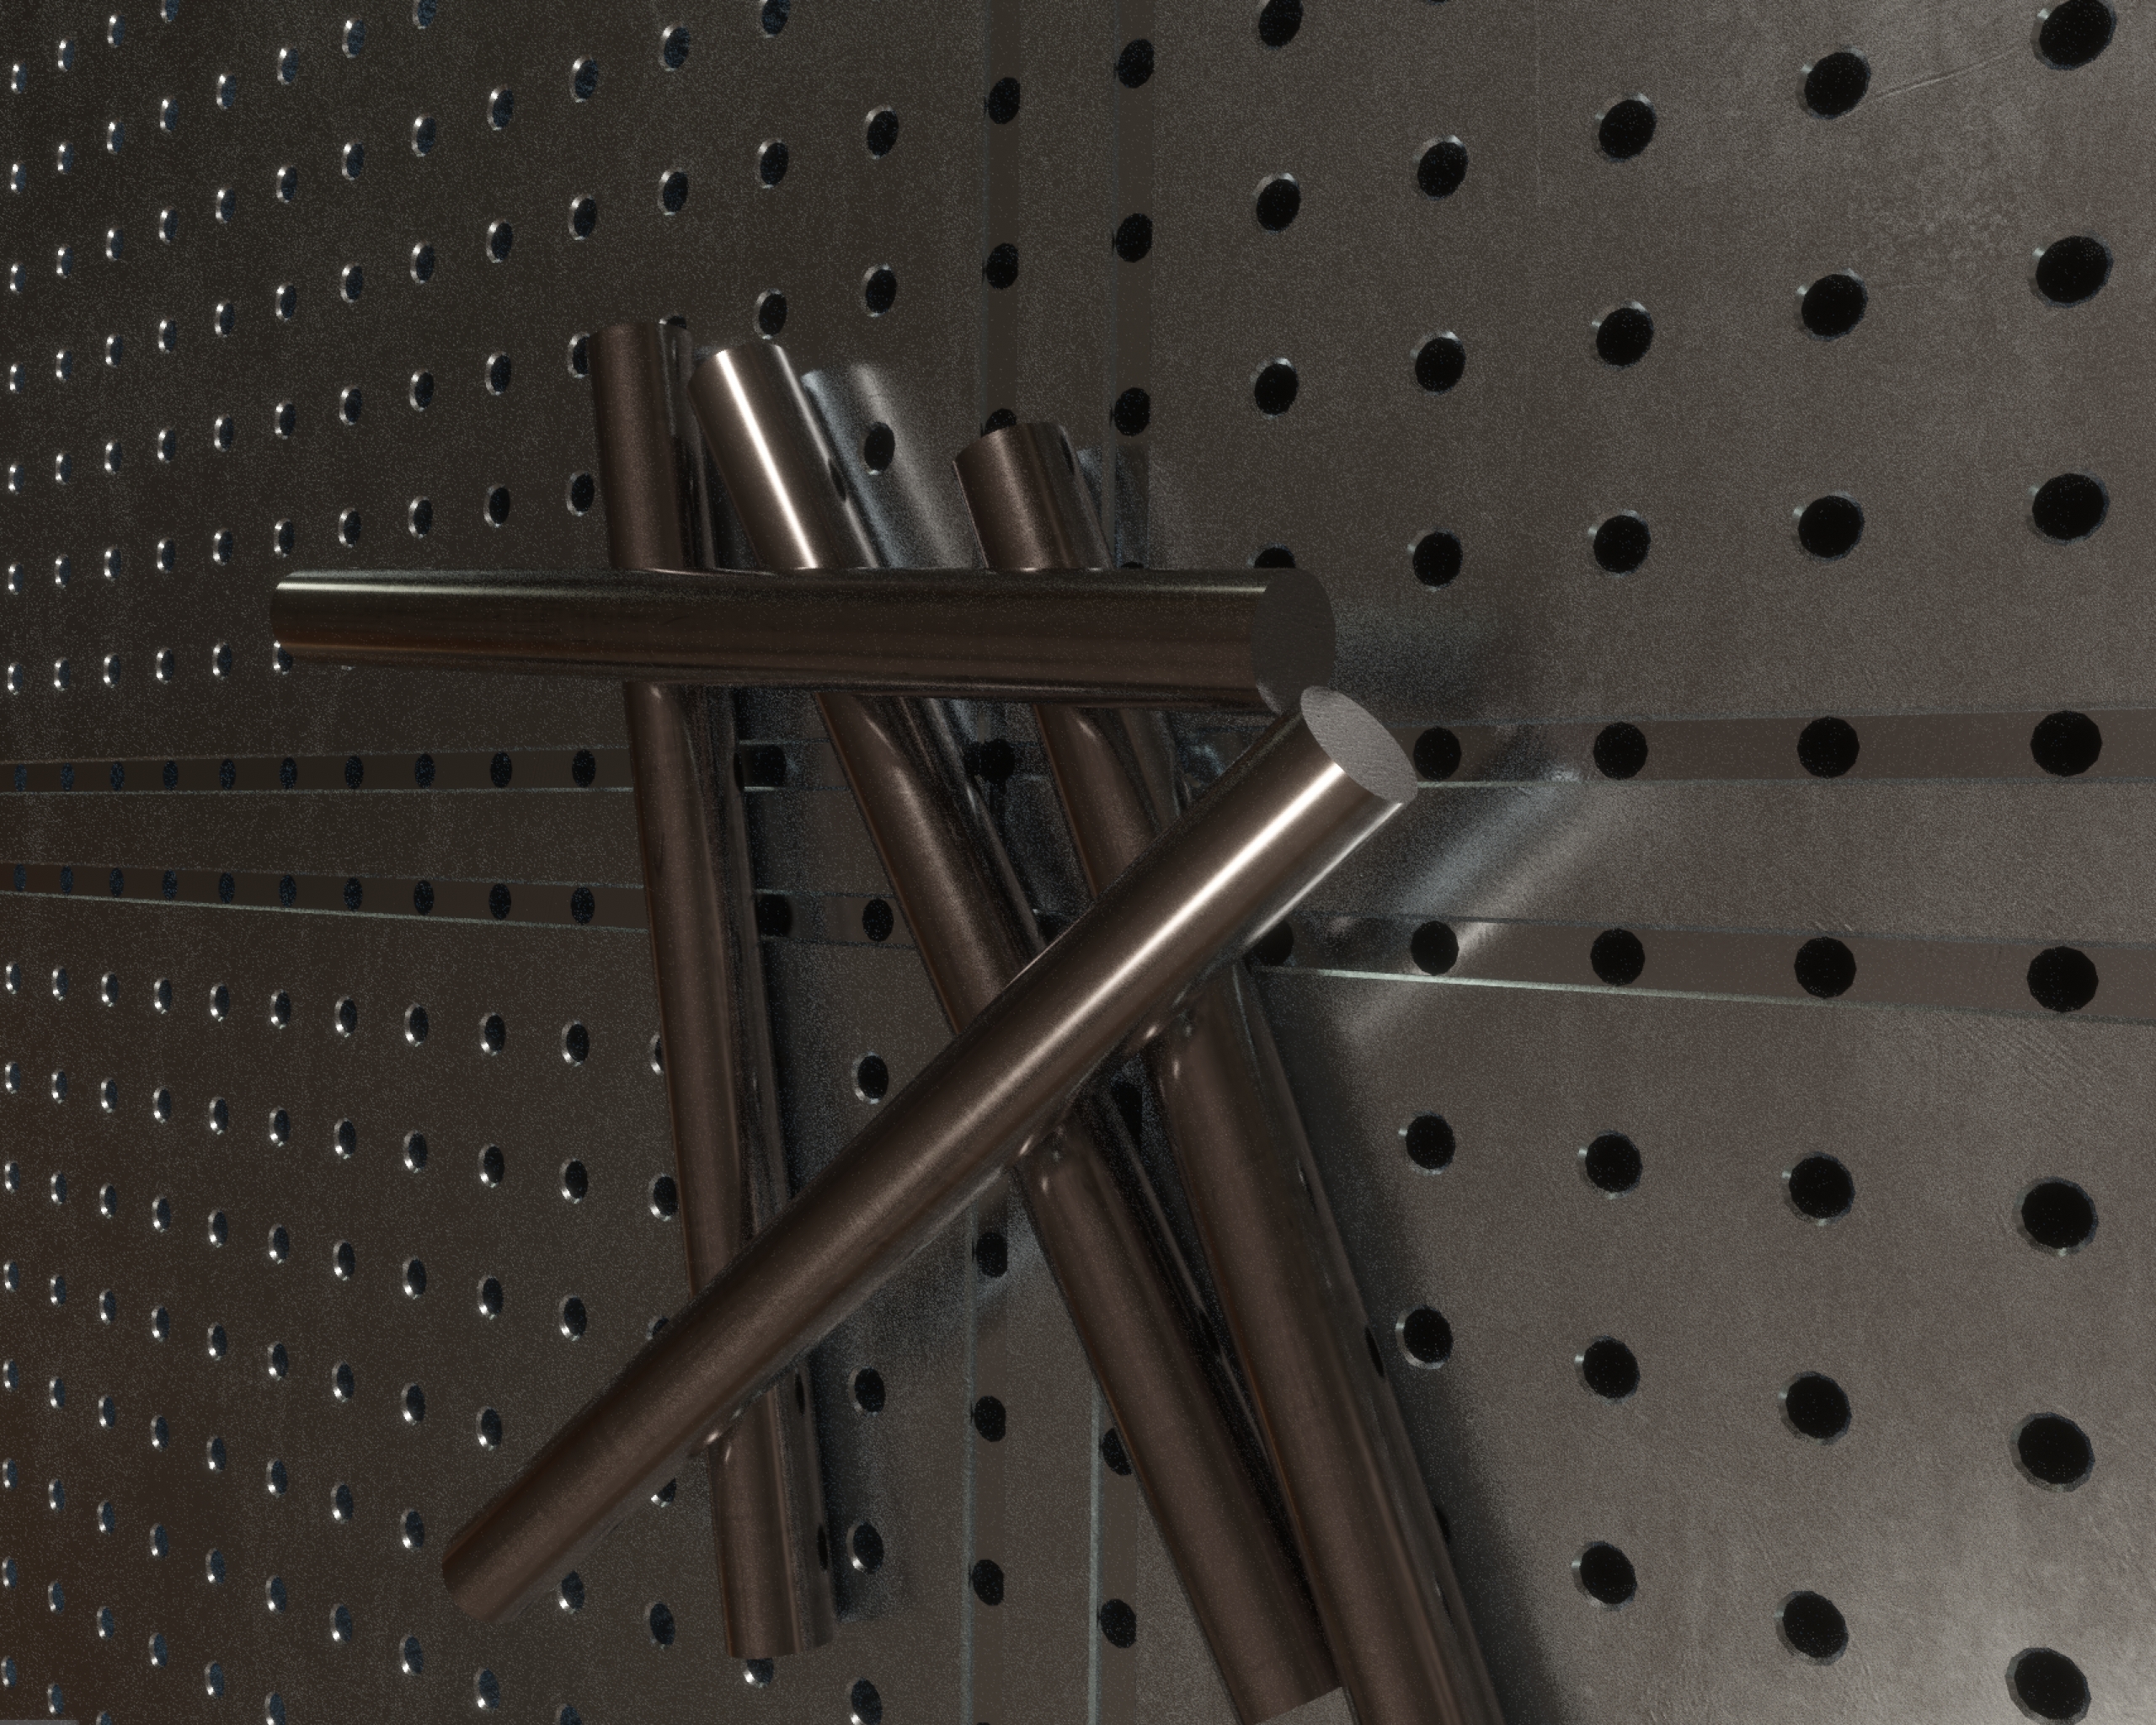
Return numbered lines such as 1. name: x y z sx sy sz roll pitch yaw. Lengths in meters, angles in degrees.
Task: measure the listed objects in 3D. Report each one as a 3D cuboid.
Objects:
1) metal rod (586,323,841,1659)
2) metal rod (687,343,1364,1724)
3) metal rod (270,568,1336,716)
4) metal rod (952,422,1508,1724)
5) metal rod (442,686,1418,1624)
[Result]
1. metal rod: -0.084 0.025 0.475 0.025 0.025 0.298 -12 82 39
2. metal rod: -0.018 0.021 0.421 0.025 0.025 0.299 -37 68 33
3. metal rod: -0.080 -0.050 0.440 0.300 0.025 0.025 7 94 39
4. metal rod: 0.031 0.056 0.382 0.025 0.025 0.299 -28 72 36
5. metal rod: -0.045 0.073 0.411 0.299 0.025 0.025 -45 63 30
